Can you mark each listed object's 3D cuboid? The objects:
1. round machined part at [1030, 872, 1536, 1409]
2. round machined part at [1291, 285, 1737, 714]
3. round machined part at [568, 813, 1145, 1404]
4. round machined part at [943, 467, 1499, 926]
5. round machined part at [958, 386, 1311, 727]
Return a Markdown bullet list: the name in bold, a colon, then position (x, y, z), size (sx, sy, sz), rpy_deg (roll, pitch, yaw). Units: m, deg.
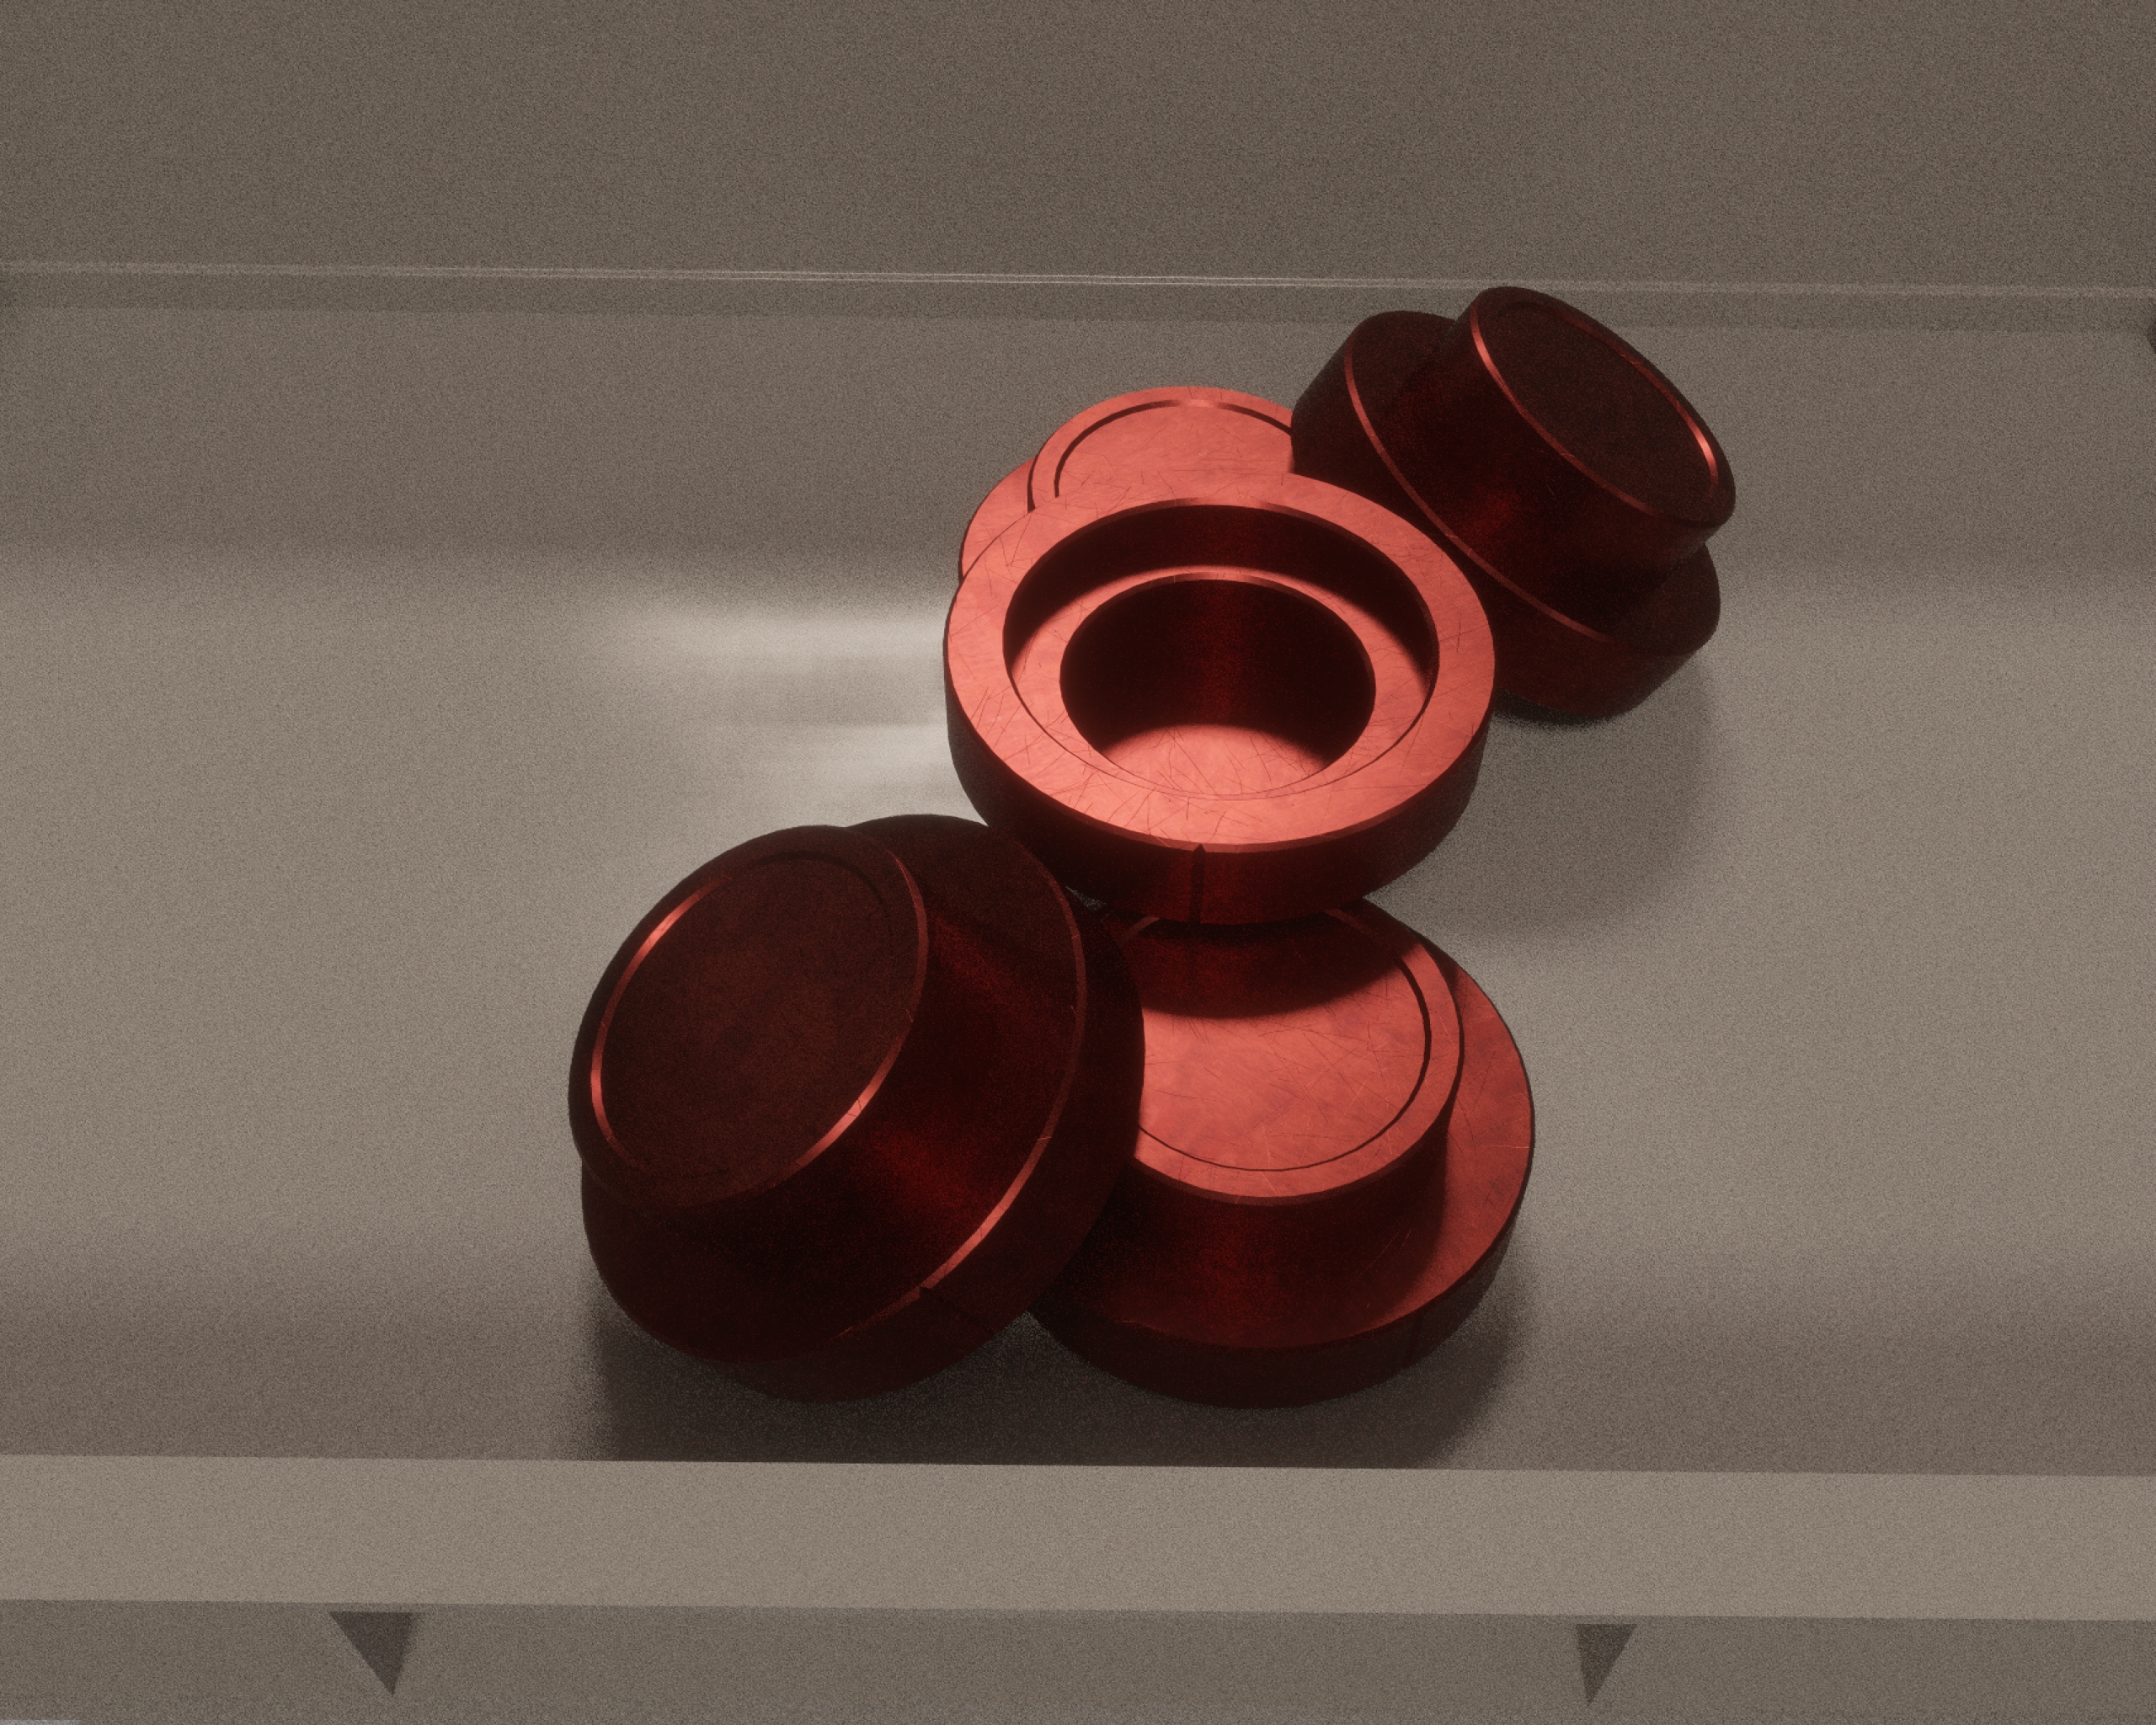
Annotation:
- **round machined part**: position (0.030, 0.040, 0.359), size (0.099, 0.042, 0.098), rpy_deg (0, 50, 0)
- **round machined part**: position (0.097, -0.081, 0.434), size (0.099, 0.042, 0.098), rpy_deg (22, 43, -22)
- **round machined part**: position (-0.042, 0.033, 0.336), size (0.098, 0.042, 0.098), rpy_deg (-18, 50, 23)
- **round machined part**: position (0.025, -0.026, 0.386), size (0.099, 0.042, 0.098), rpy_deg (0, 50, 0)
- **round machined part**: position (0.024, -0.065, 0.446), size (0.099, 0.042, 0.098), rpy_deg (0, 50, 0)
